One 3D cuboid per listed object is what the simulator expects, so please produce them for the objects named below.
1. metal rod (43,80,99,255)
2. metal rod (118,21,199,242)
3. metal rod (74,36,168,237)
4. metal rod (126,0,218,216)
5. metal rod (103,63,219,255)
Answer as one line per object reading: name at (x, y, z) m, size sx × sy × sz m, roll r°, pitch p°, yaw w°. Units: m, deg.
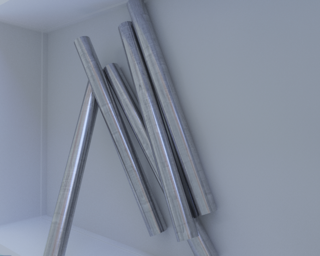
metal rod at (-0.114, 0.045, 0.424) m, size 0.025 × 0.025 × 0.299 m, roll -16°, pitch 56°, yaw 39°
metal rod at (-0.008, -0.011, 0.397) m, size 0.025 × 0.025 × 0.299 m, roll -31°, pitch 66°, yaw 36°
metal rod at (-0.060, 0.003, 0.437) m, size 0.025 × 0.025 × 0.299 m, roll -31°, pitch 76°, yaw 36°
metal rod at (0.010, -0.038, 0.398) m, size 0.025 × 0.025 × 0.299 m, roll -29°, pitch 72°, yaw 36°
metal rod at (-0.008, 0.033, 0.413) m, size 0.025 × 0.025 × 0.299 m, roll -42°, pitch 65°, yaw 32°
